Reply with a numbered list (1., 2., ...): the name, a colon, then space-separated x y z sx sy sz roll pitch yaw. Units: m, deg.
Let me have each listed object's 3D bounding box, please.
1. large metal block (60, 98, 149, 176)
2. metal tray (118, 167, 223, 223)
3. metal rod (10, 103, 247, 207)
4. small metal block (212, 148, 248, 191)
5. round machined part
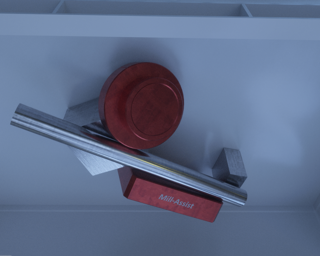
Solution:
1. large metal block: -0.067 0.008 0.396 0.080 0.050 0.080 -18 128 14
2. metal tray: 0.011 0.080 0.428 0.131 0.090 0.030 20 100 -18
3. metal rod: -0.020 0.040 0.374 0.302 0.025 0.025 23 126 -19
4. small metal block: 0.099 0.066 0.448 0.025 0.050 0.050 11 129 -10
5. round machined part: -0.014 -0.023 0.342 0.099 0.042 0.097 -7 104 -28
